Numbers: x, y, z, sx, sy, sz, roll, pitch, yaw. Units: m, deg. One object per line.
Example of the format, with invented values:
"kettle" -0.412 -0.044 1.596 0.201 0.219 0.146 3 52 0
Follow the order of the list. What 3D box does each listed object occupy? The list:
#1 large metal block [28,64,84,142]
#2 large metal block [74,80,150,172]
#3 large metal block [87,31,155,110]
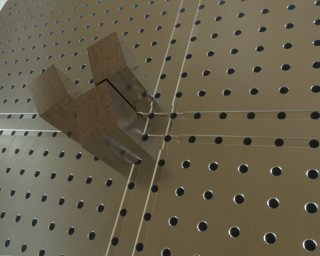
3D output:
"large metal block" -0.145 -0.037 0.474 0.050 0.080 0.080 -38 51 3
"large metal block" -0.063 -0.001 0.407 0.050 0.080 0.080 -28 52 11
"large metal block" -0.057 -0.078 0.452 0.050 0.080 0.080 -28 52 11
